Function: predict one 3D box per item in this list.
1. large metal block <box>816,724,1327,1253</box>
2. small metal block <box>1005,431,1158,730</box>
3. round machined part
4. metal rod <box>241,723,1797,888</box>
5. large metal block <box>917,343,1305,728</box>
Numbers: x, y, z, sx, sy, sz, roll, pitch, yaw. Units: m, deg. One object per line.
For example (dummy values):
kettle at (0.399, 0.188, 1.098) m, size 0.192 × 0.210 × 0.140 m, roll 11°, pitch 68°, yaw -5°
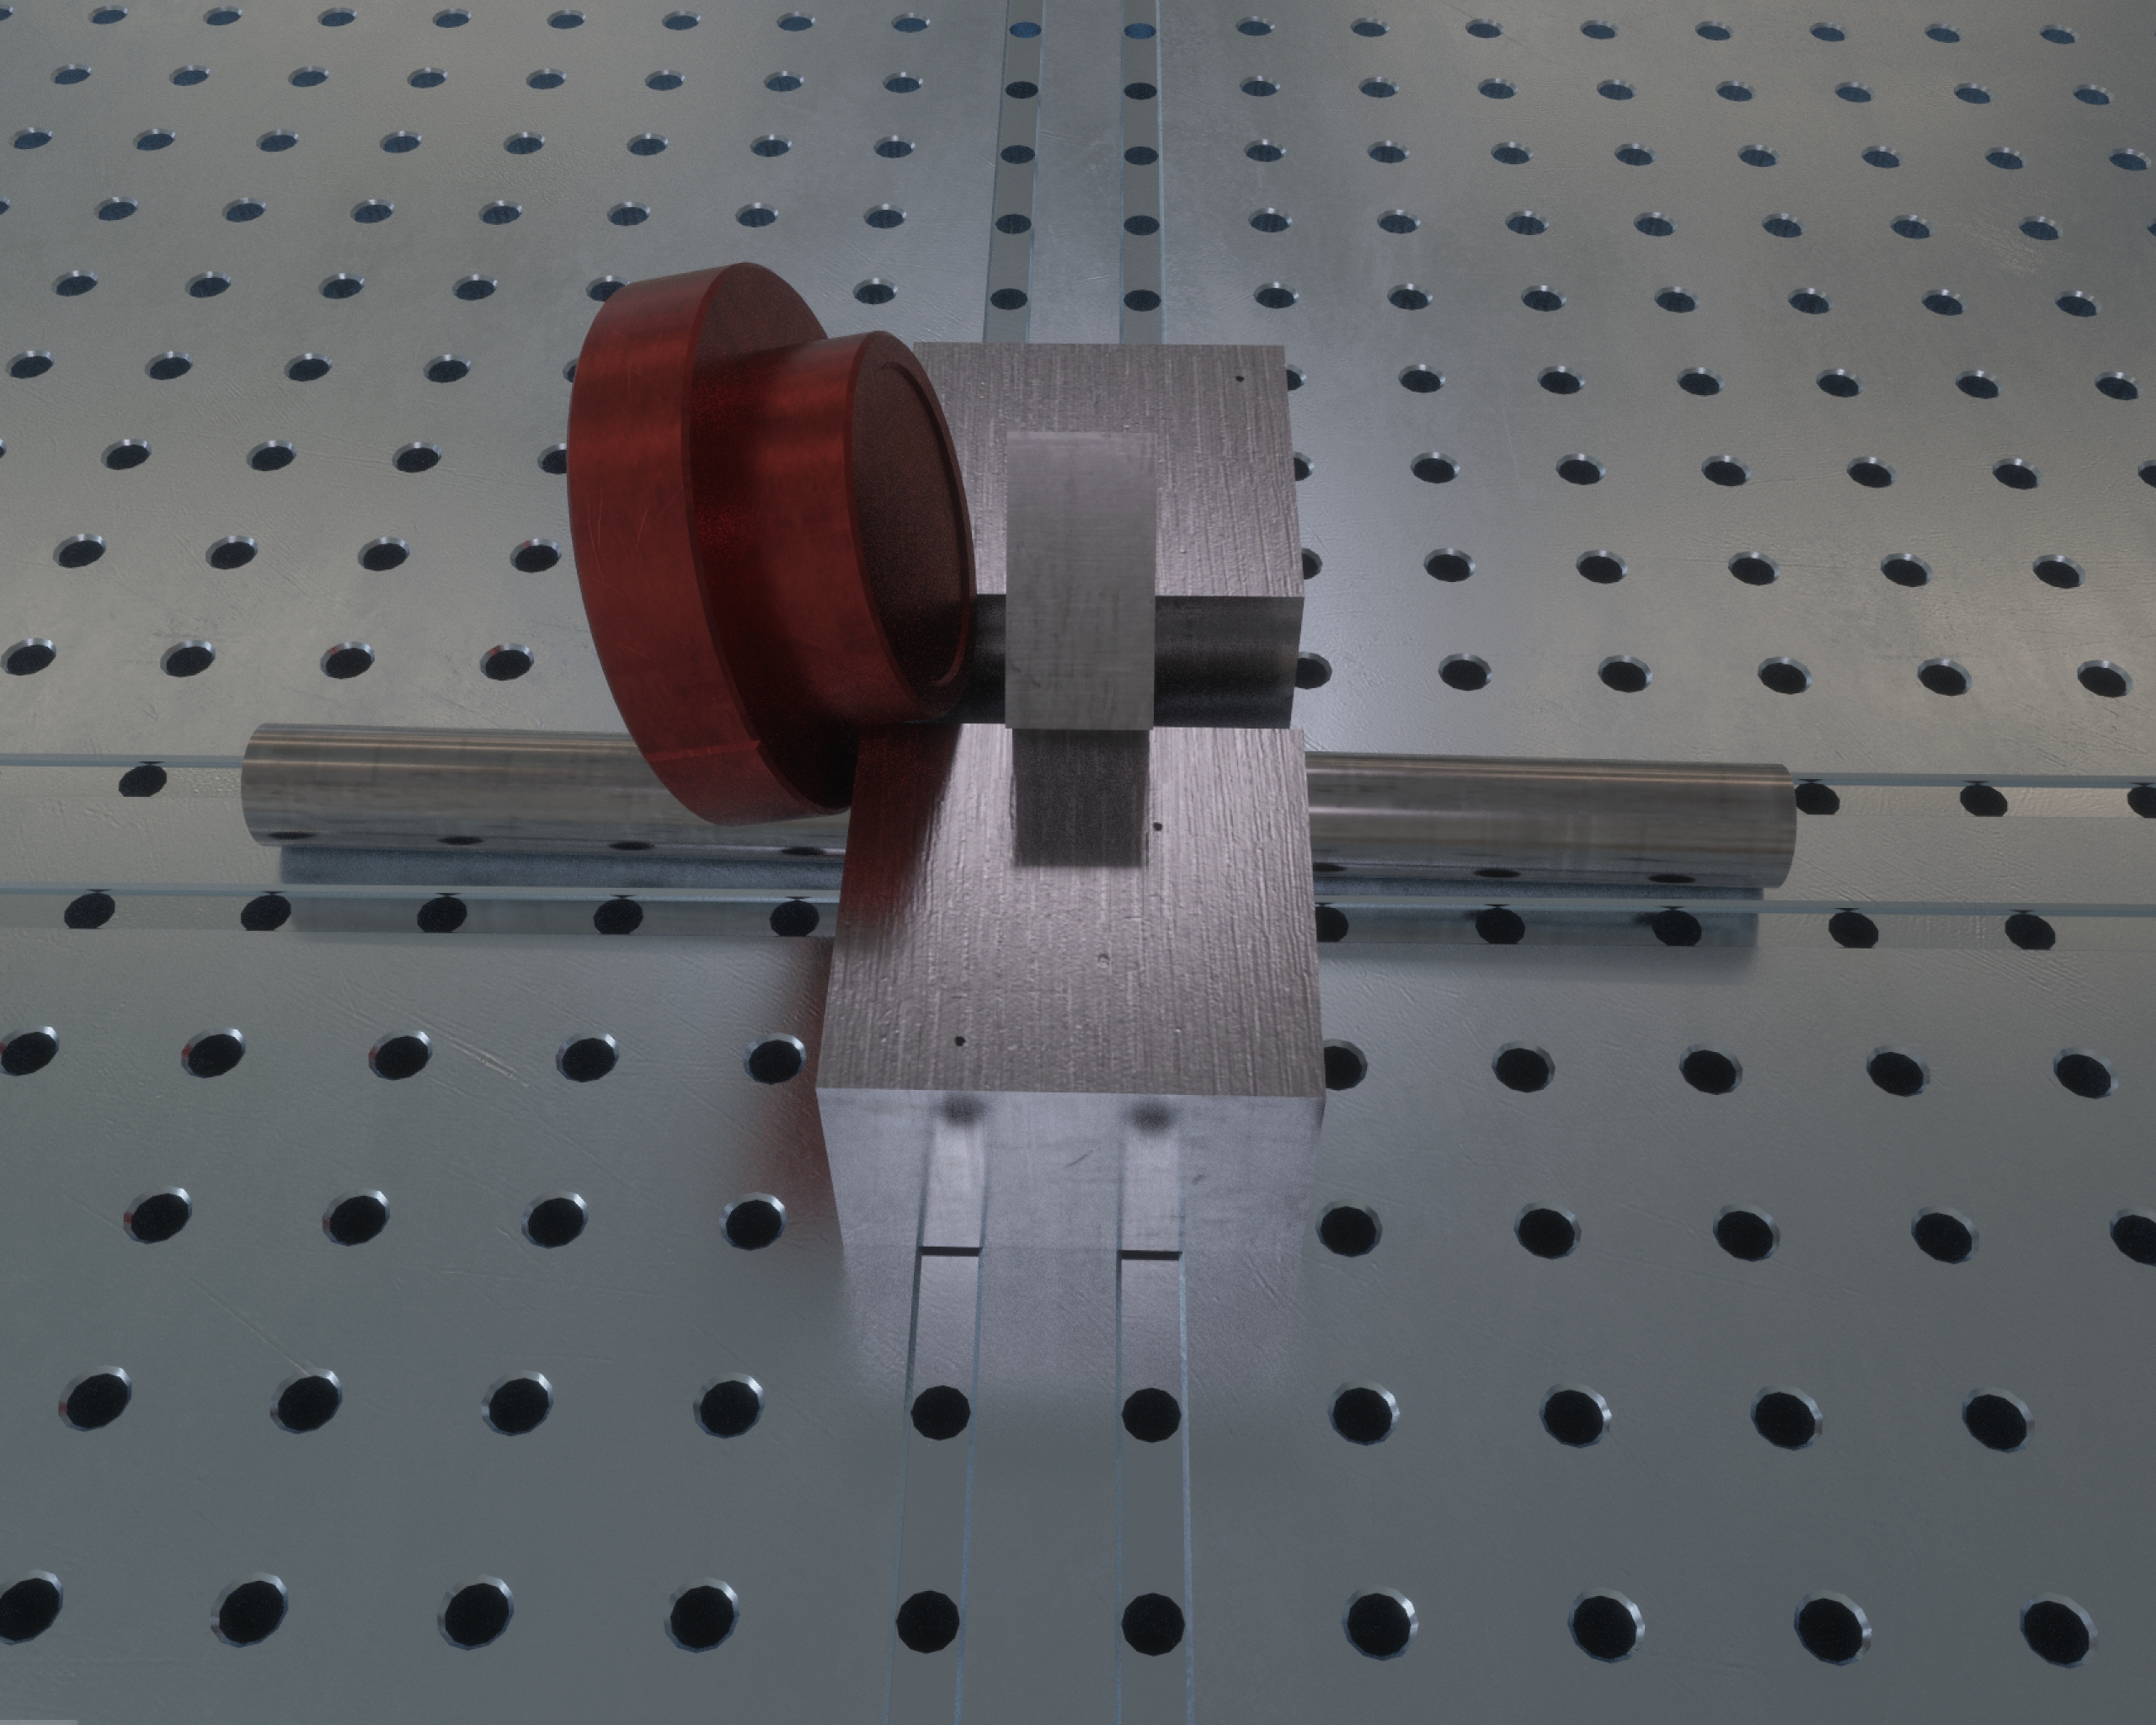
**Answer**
large metal block at (0.000, 0.022, 0.373) m, size 0.080 × 0.050 × 0.080 m, roll 1°, pitch 50°, yaw 1°
small metal block at (0.001, -0.050, 0.376) m, size 0.025 × 0.050 × 0.050 m, roll 1°, pitch 6°, yaw 0°
round machined part at (-0.048, -0.057, 0.370) m, size 0.042 × 0.098 × 0.098 m, roll -6°, pitch 49°, yaw 14°
metal rod at (-0.012, -0.011, 0.417) m, size 0.302 × 0.025 × 0.025 m, roll 2°, pitch 50°, yaw 1°
large metal block at (0.004, -0.066, 0.447) m, size 0.081 × 0.050 × 0.080 m, roll 1°, pitch 50°, yaw 0°
